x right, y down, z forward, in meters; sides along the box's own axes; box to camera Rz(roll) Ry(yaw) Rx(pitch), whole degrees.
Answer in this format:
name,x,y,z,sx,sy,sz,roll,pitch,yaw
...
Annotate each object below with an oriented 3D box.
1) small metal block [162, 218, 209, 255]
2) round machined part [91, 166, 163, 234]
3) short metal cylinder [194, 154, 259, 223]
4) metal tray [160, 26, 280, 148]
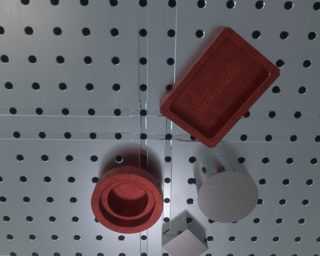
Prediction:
name,x,y,z,sx,sy,sz,roll,pitch,yaw
small metal block,0.038,0.177,0.479,0.050,0.025,0.050,-39,106,13
round machined part,-0.045,0.097,0.440,0.099,0.042,0.097,0,110,0
short metal cylinder,0.090,0.084,0.432,0.081,0.050,0.079,0,110,0
metal tray,0.072,-0.049,0.393,0.090,0.030,0.130,36,106,-13
